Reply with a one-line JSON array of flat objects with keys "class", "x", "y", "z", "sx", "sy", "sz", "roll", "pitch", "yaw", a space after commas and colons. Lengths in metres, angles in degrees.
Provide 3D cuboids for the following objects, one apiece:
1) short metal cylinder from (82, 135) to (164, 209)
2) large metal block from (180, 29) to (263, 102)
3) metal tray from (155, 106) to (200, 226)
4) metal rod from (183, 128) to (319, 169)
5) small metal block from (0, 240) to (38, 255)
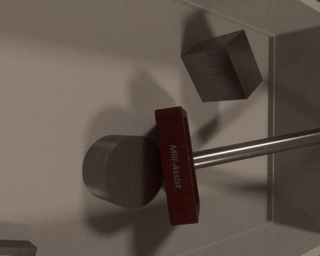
[{"class": "short metal cylinder", "x": -0.041, "y": 0.048, "z": 0.358, "sx": 0.081, "sy": 0.050, "sz": 0.079, "roll": 0, "pitch": 90, "yaw": -40}, {"class": "large metal block", "x": 0.089, "y": -0.086, "z": 0.448, "sx": 0.050, "sy": 0.080, "sz": 0.080, "roll": -44, "pitch": 117, "yaw": -31}, {"class": "metal tray", "x": 0.024, "y": 0.042, "z": 0.381, "sx": 0.090, "sy": 0.030, "sz": 0.129, "roll": 6, "pitch": 75, "yaw": -81}, {"class": "metal rod", "x": 0.175, "y": 0.026, "z": 0.473, "sx": 0.302, "sy": 0.025, "sz": 0.025, "roll": -10, "pitch": 97, "yaw": -14}, {"class": "small metal block", "x": -0.148, "y": 0.131, "z": 0.284, "sx": 0.050, "sy": 0.025, "sz": 0.050, "roll": 21, "pitch": 77, "yaw": -39}]
